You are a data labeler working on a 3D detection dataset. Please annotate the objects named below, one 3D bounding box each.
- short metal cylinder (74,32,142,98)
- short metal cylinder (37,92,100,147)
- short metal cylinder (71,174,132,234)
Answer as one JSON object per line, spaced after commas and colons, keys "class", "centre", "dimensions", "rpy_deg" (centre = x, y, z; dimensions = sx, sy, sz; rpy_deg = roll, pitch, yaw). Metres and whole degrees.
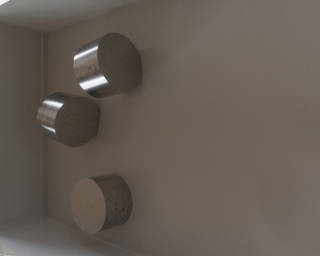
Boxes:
{"class": "short metal cylinder", "centre": [-0.071, -0.085, 0.430], "dimensions": [0.050, 0.081, 0.080], "rpy_deg": [-9, 84, 40]}
{"class": "short metal cylinder", "centre": [-0.144, -0.014, 0.490], "dimensions": [0.050, 0.081, 0.079], "rpy_deg": [16, 100, 39]}
{"class": "short metal cylinder", "centre": [-0.088, 0.111, 0.463], "dimensions": [0.080, 0.050, 0.080], "rpy_deg": [0, 90, 40]}
